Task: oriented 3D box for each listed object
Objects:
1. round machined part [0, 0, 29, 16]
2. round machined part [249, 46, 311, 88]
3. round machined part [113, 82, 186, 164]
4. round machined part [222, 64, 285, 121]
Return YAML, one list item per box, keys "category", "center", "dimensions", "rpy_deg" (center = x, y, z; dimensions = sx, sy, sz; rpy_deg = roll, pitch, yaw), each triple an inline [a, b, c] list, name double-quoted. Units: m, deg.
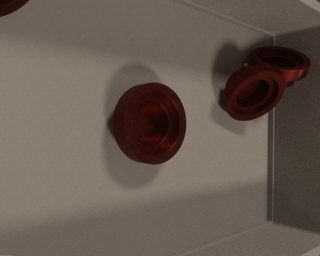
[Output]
- category: "round machined part"
  center: [-0.143, -0.145, 0.252]
  dimensions: [0.042, 0.098, 0.098]
  rpy_deg: [36, 61, 8]
- category: "round machined part"
  center: [0.206, -0.105, 0.543]
  dimensions: [0.099, 0.098, 0.042]
  rpy_deg: [-32, 139, -36]
- category: "round machined part"
  center: [-0.017, -0.006, 0.383]
  dimensions: [0.099, 0.042, 0.097]
  rpy_deg: [0, 90, -40]
- category: "round machined part"
  center: [0.145, -0.061, 0.497]
  dimensions: [0.099, 0.098, 0.042]
  rpy_deg: [25, 30, -38]
